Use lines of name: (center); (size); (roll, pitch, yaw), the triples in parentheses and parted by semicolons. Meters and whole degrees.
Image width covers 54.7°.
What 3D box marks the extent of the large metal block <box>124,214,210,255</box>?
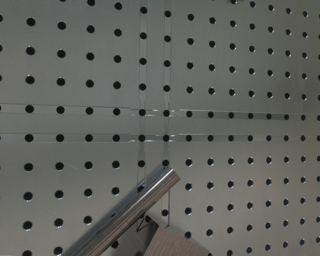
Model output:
large metal block: (0.004, 0.172, 0.402); (0.080, 0.050, 0.080); (32, 79, -18)

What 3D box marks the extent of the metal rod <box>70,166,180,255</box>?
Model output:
metal rod: (-0.091, 0.156, 0.379); (0.301, 0.025, 0.025); (-41, 103, -16)
